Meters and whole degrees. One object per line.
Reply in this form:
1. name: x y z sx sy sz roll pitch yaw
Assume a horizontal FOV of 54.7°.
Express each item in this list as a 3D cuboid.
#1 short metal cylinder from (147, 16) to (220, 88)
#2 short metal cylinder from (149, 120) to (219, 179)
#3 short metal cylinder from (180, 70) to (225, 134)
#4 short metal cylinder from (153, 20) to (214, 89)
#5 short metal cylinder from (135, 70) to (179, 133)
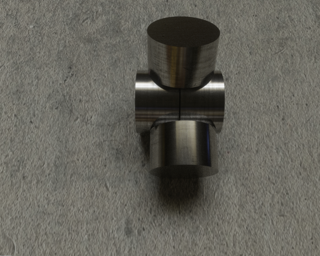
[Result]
1. short metal cylinder: 0.026 -0.089 0.359 0.081 0.050 0.080 1 41 0
2. short metal cylinder: 0.028 0.029 0.370 0.081 0.080 0.050 0 70 0
3. short metal cylinder: 0.049 -0.033 0.392 0.050 0.080 0.080 0 70 0
4. short metal cylinder: 0.031 -0.102 0.435 0.081 0.050 0.080 0 70 0
5. short metal cylinder: -0.003 -0.033 0.393 0.050 0.080 0.080 1 70 0
